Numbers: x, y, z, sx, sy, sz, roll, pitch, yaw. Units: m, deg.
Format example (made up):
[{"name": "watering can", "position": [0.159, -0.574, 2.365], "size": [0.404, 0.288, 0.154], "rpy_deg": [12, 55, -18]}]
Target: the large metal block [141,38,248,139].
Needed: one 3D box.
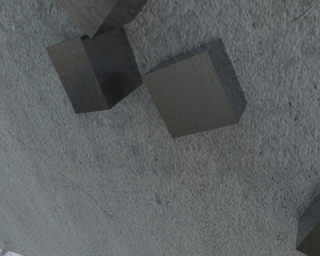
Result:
[{"name": "large metal block", "position": [0.040, -0.042, 0.344], "size": [0.080, 0.050, 0.080], "rpy_deg": [-15, 111, 34]}]

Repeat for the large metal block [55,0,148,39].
[{"name": "large metal block", "position": [-0.062, -0.147, 0.313], "size": [0.080, 0.080, 0.050], "rpy_deg": [47, 129, -5]}]

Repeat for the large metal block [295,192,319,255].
[{"name": "large metal block", "position": [0.213, 0.115, 0.350], "size": [0.080, 0.050, 0.079], "rpy_deg": [24, 127, 13]}]

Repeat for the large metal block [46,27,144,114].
[{"name": "large metal block", "position": [-0.072, -0.072, 0.365], "size": [0.050, 0.080, 0.080], "rpy_deg": [-5, 116, 31]}]
